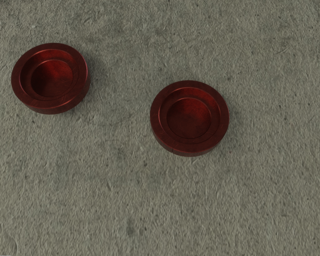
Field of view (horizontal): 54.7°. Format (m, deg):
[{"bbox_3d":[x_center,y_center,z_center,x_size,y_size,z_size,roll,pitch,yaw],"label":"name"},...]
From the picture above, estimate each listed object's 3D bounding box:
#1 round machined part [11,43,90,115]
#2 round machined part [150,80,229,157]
[{"bbox_3d":[-0.144,-0.063,0.421,0.099,0.042,0.098,0,70,0],"label":"round machined part"},{"bbox_3d":[0.037,-0.009,0.403,0.099,0.042,0.098,0,70,0],"label":"round machined part"}]
